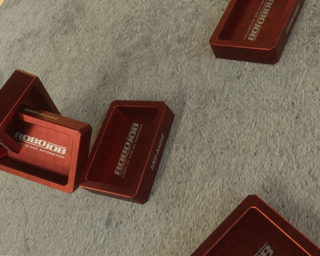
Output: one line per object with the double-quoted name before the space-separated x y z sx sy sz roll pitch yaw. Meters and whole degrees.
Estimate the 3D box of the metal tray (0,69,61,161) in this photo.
"metal tray" -0.188 -0.009 0.437 0.030 0.130 0.090 21 67 9

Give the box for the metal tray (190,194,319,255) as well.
"metal tray" 0.075 0.137 0.277 0.130 0.030 0.090 -45 51 -4

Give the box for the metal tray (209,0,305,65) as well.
"metal tray" 0.135 -0.151 0.422 0.090 0.030 0.130 17 70 34

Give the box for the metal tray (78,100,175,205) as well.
"metal tray" -0.042 0.026 0.406 0.090 0.030 0.130 5 64 30

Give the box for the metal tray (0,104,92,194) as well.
"metal tray" -0.160 0.023 0.407 0.131 0.030 0.089 16 109 10
